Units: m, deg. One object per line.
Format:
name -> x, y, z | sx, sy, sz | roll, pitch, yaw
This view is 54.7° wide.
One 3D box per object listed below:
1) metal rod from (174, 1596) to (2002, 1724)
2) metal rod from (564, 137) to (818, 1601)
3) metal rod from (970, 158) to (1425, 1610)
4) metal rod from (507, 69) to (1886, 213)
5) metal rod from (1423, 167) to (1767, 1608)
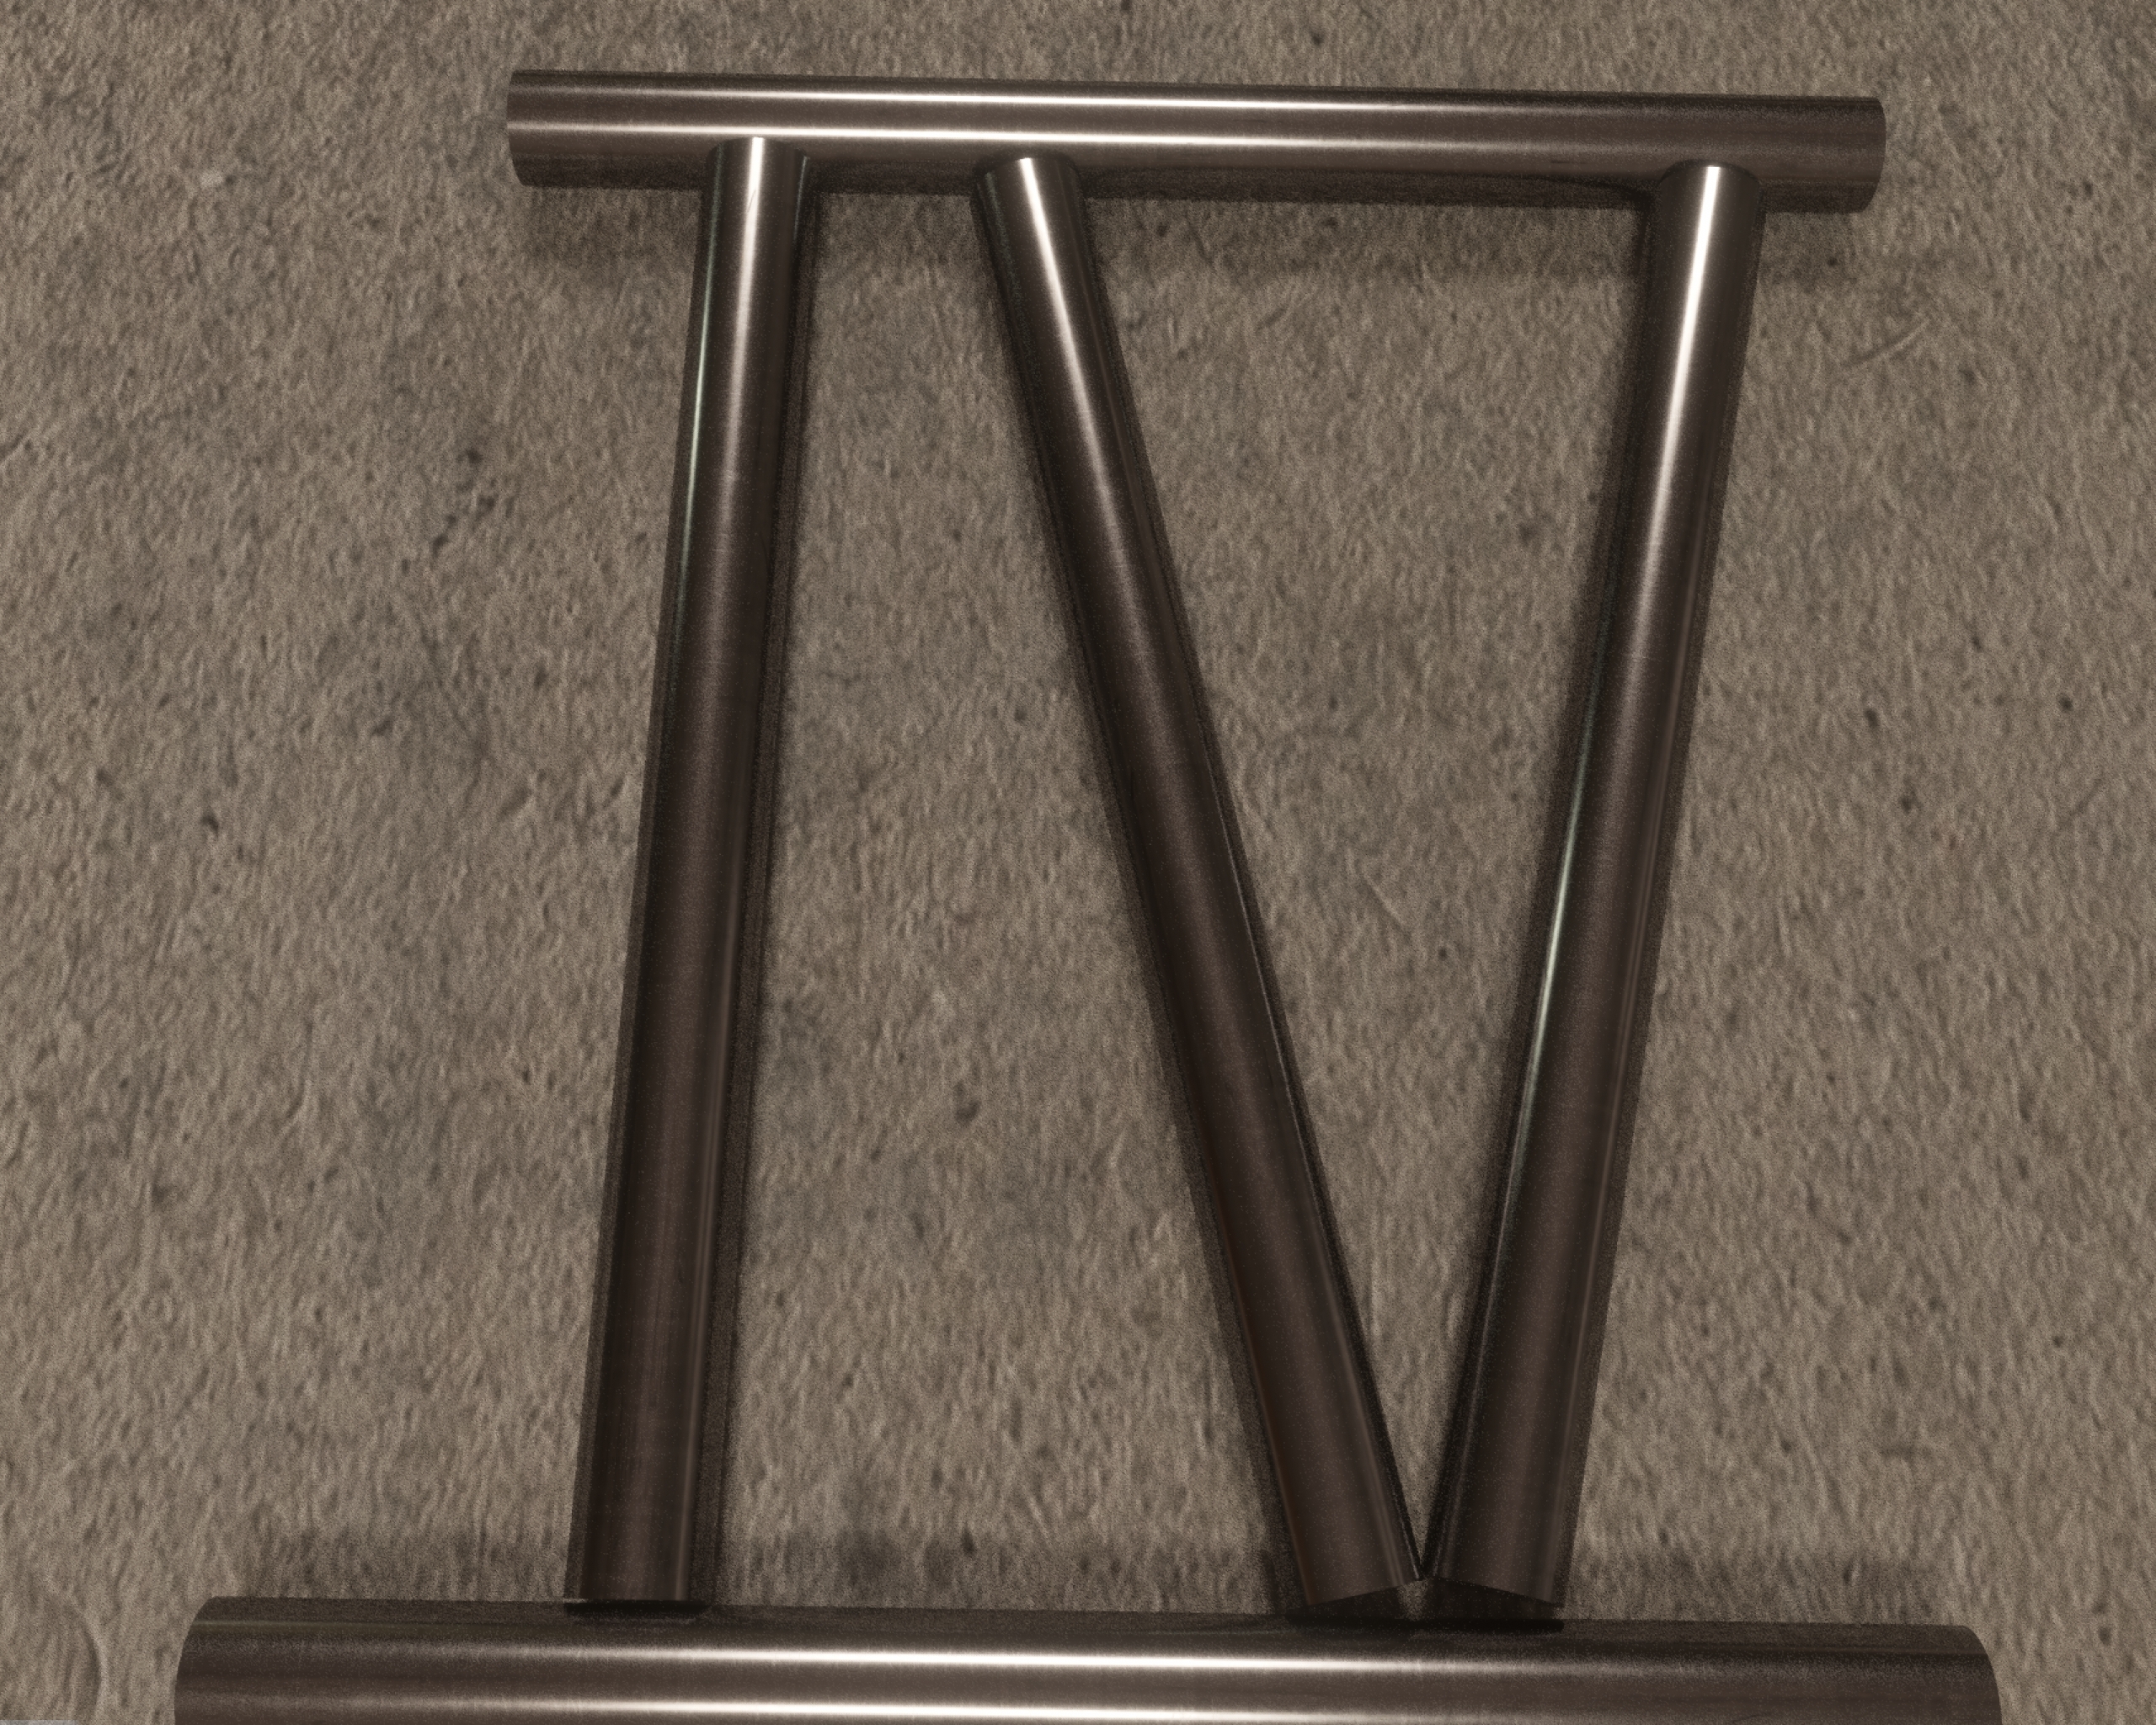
metal rod -> 0.002, 0.141, 0.357 | 0.302, 0.025, 0.025 | 1, 70, 0
metal rod -> -0.073, -0.013, 0.412 | 0.025, 0.025, 0.299 | 1, 70, 0
metal rod -> 0.018, -0.010, 0.412 | 0.025, 0.025, 0.299 | -11, 70, -4
metal rod -> 0.026, -0.162, 0.469 | 0.302, 0.025, 0.025 | 1, 70, 0
metal rod -> 0.106, -0.010, 0.413 | 0.025, 0.025, 0.299 | 13, 70, 4
